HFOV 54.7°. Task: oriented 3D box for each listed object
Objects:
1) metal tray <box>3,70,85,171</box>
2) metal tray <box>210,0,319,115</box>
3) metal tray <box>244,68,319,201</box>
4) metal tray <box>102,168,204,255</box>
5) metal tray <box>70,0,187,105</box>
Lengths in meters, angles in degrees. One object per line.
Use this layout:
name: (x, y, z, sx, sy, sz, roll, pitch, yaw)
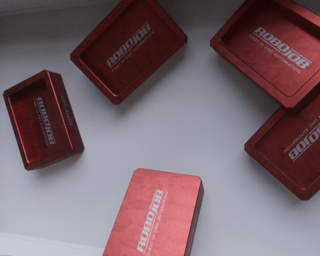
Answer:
metal tray: (-0.177, -0.011, 0.468, 0.090, 0.030, 0.129, -22, 83, 18)
metal tray: (0.130, -0.089, 0.342, 0.090, 0.030, 0.130, -48, 59, 13)
metal tray: (0.172, 0.004, 0.347, 0.090, 0.030, 0.130, 44, 103, 14)
metal tray: (-0.005, 0.115, 0.369, 0.090, 0.030, 0.130, 6, 53, 19)
metal tray: (-0.040, -0.105, 0.404, 0.130, 0.030, 0.090, -41, 99, 15)
